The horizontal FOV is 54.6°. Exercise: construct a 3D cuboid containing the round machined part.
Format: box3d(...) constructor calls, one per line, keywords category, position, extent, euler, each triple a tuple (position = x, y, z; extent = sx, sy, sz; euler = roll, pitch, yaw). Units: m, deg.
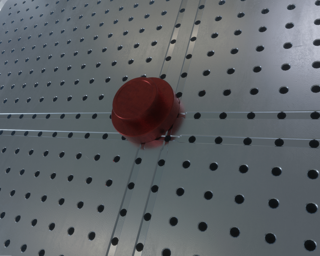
box3d(category="round machined part", position=(-0.026, -0.032, 0.432), extent=(0.098, 0.042, 0.098), euler=(-13, 56, 21))
